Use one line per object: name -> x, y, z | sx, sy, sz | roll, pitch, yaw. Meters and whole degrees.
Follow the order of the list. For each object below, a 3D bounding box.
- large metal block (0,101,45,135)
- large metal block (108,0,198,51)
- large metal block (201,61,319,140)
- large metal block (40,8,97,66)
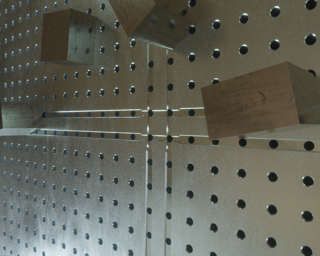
large metal block -> -0.290, -0.016, 0.615 | 0.080, 0.081, 0.050 | -14, 81, 39
large metal block -> -0.011, -0.150, 0.384 | 0.050, 0.081, 0.080 | -41, 65, 32
large metal block -> 0.098, -0.020, 0.293 | 0.080, 0.081, 0.050 | -13, 82, 39
large metal block -> -0.155, -0.149, 0.523 | 0.080, 0.050, 0.080 | 9, 96, 39
